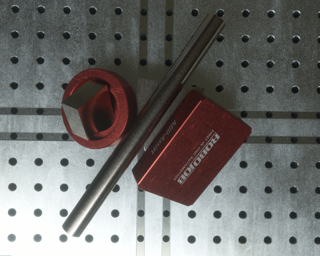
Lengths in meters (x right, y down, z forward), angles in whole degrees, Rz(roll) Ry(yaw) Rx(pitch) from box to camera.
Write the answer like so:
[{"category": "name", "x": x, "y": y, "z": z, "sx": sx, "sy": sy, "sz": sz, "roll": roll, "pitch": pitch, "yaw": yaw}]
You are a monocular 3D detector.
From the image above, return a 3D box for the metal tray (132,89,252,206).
[{"category": "metal tray", "x": 0.038, "y": 0.029, "z": 0.378, "sx": 0.090, "sy": 0.030, "sz": 0.129, "roll": 28, "pitch": 105, "yaw": -32}]

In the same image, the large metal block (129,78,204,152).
[{"category": "large metal block", "x": 0.008, "y": -0.015, "z": 0.401, "sx": 0.081, "sy": 0.050, "sz": 0.080, "roll": 9, "pitch": 90, "yaw": -1}]

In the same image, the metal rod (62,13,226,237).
[{"category": "metal rod", "x": -0.018, "y": -0.004, "z": 0.363, "sx": 0.025, "sy": 0.025, "sz": 0.299, "roll": 35, "pitch": 90, "yaw": -1}]

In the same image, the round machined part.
[{"category": "round machined part", "x": -0.072, "y": -0.024, "z": 0.391, "sx": 0.098, "sy": 0.042, "sz": 0.097, "roll": 1, "pitch": 93, "yaw": 25}]

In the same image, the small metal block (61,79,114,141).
[{"category": "small metal block", "x": -0.085, "y": -0.022, "z": 0.372, "sx": 0.025, "sy": 0.050, "sz": 0.050, "roll": 22, "pitch": 51, "yaw": 25}]
